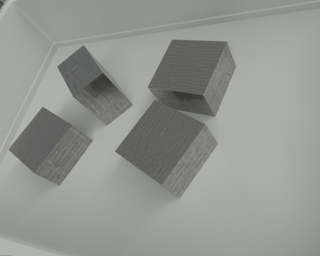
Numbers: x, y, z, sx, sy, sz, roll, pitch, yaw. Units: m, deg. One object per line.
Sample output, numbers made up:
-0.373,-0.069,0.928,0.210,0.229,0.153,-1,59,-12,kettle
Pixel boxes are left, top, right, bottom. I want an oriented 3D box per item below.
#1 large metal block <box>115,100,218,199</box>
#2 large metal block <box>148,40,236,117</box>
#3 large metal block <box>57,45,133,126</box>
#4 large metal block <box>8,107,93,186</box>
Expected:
0.008,0.024,0.371,0.080,0.050,0.080,29,78,37,large metal block
0.044,-0.068,0.408,0.080,0.050,0.080,13,68,33,large metal block
-0.096,-0.062,0.459,0.050,0.080,0.080,-39,51,2,large metal block
-0.162,0.025,0.459,0.080,0.050,0.080,26,76,37,large metal block
